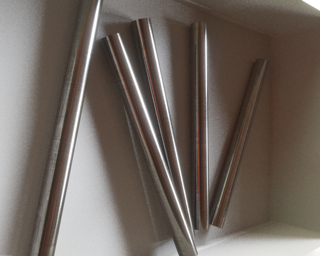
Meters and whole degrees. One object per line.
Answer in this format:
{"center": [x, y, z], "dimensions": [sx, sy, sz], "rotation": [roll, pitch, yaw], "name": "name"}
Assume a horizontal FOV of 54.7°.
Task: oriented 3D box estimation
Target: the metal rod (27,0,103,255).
{"center": [-0.097, -0.005, 0.324], "dimensions": [0.025, 0.025, 0.299], "rotation": [15, 81, -39], "name": "metal rod"}

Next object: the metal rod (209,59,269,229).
{"center": [0.134, 0.016, 0.518], "dimensions": [0.025, 0.025, 0.299], "rotation": [32, 70, -35], "name": "metal rod"}

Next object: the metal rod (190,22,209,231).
{"center": [0.058, -0.002, 0.455], "dimensions": [0.025, 0.025, 0.298], "rotation": [-1, 91, -40], "name": "metal rod"}

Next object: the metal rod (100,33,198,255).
{"center": [-0.009, 0.033, 0.386], "dimensions": [0.025, 0.025, 0.298], "rotation": [-27, 104, -37], "name": "metal rod"}

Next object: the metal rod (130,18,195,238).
{"center": [0.007, 0.010, 0.411], "dimensions": [0.025, 0.025, 0.298], "rotation": [-20, 103, -38], "name": "metal rod"}
